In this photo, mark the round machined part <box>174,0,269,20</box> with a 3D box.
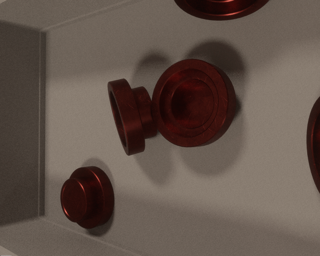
[{"bbox_3d":[0.062,-0.152,0.309,0.098,0.099,0.042,-5,75,39],"label":"round machined part"}]

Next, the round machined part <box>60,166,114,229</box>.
[{"bbox_3d":[-0.121,0.112,0.493,0.098,0.042,0.097,0,90,39],"label":"round machined part"}]

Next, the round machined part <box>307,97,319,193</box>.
[{"bbox_3d":[0.157,0.017,0.242,0.042,0.098,0.097,-4,87,2],"label":"round machined part"}]

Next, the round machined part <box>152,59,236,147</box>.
[{"bbox_3d":[0.042,-0.027,0.357,0.098,0.042,0.097,-1,89,36],"label":"round machined part"}]

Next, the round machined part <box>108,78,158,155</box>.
[{"bbox_3d":[-0.034,-0.017,0.401,0.098,0.042,0.097,165,89,-77],"label":"round machined part"}]
